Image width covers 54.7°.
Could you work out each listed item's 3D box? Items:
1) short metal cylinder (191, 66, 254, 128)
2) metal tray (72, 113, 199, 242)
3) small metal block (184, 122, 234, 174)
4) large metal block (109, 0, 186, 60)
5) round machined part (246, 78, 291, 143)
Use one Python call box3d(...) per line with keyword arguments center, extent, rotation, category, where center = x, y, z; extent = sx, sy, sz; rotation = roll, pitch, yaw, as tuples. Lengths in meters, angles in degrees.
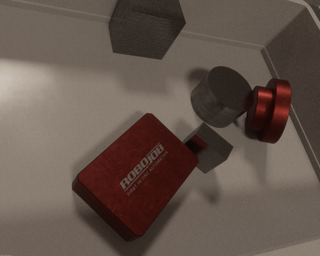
box3d(center=(0.094, -0.047, 0.471), extent=(0.081, 0.050, 0.080), rotation=(14, 56, -21), category="short metal cylinder")
box3d(center=(-0.023, 0.051, 0.360), extent=(0.090, 0.030, 0.131), rotation=(44, 51, 2), category="metal tray")
box3d(center=(0.058, 0.027, 0.406), extent=(0.050, 0.050, 0.025), rotation=(40, 51, -2), category="small metal block")
box3d(center=(-0.021, -0.150, 0.452), extent=(0.081, 0.080, 0.050), rotation=(2, 61, -28), category="large metal block")
box3d(center=(0.160, -0.027, 0.470), extent=(0.042, 0.097, 0.098), rotation=(10, 54, 5), category="round machined part")
